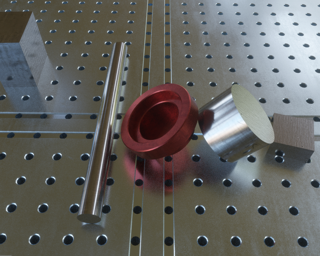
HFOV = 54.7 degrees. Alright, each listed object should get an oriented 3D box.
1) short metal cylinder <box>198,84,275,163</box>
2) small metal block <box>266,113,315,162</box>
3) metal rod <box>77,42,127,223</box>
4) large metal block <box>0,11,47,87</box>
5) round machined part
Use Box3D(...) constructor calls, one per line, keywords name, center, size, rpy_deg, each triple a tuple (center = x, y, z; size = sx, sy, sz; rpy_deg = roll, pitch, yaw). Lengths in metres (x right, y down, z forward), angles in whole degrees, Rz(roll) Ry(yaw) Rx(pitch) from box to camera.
Box3D(name="short metal cylinder", center=(0.091, -0.005, 0.371), size=(0.080, 0.050, 0.080), rpy_deg=(32, 39, -30))
Box3D(name="small metal block", center=(0.168, 0.012, 0.400), size=(0.050, 0.025, 0.050), rpy_deg=(13, 51, 10))
Box3D(name="metal rod", center=(-0.071, -0.019, 0.422), size=(0.025, 0.025, 0.300), rpy_deg=(1, 50, 1))
Box3D(name="large metal block", center=(-0.215, -0.119, 0.469), size=(0.050, 0.080, 0.080), rpy_deg=(-2, 50, -2))
Box3D(name="round machined part", center=(0.004, -0.004, 0.382), size=(0.098, 0.042, 0.098), rpy_deg=(-21, 47, 24))
